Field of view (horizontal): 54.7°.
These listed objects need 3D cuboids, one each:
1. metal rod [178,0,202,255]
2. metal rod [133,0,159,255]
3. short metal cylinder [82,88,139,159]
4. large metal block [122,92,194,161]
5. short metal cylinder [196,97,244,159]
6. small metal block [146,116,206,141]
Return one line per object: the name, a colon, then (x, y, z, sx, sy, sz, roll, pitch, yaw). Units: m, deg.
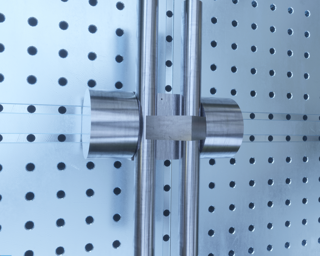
metal rod: (0.036, 0.000, 0.369, 0.025, 0.025, 0.298, 1, 90, -20)
metal rod: (-0.016, 0.002, 0.350, 0.025, 0.025, 0.298, 1, 90, -20)
short metal cylinder: (-0.060, -0.004, 0.358, 0.050, 0.080, 0.079, 2, 90, -20)
large metal block: (-0.003, -0.002, 0.394, 0.081, 0.050, 0.079, 1, 90, -20)
short metal cylinder: (0.064, 0.000, 0.403, 0.050, 0.080, 0.079, 1, 90, -19)
small metal block: (0.018, 0.000, 0.336, 0.050, 0.050, 0.025, 1, 90, 24)
